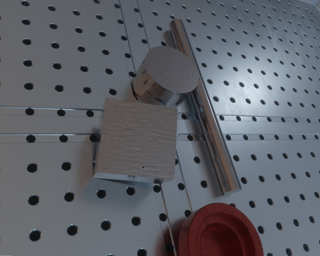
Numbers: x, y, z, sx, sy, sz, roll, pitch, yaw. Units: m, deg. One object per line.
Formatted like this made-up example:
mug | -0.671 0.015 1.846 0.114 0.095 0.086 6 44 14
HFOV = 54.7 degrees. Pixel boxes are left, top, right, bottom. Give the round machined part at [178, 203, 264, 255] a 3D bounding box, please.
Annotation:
round machined part | 0.064 0.138 0.349 0.099 0.042 0.098 14 56 -21

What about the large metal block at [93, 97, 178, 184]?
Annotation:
large metal block | -0.028 0.017 0.349 0.081 0.050 0.080 8 73 -15

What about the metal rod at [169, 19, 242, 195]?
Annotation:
metal rod | 0.062 -0.047 0.472 0.025 0.025 0.299 0 62 -29

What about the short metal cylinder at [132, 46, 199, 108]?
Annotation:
short metal cylinder | 0.007 -0.069 0.439 0.081 0.050 0.080 14 56 -21

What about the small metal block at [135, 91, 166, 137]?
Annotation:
small metal block | -0.016 -0.013 0.409 0.050 0.025 0.050 37 51 -4
